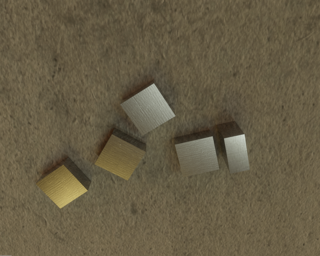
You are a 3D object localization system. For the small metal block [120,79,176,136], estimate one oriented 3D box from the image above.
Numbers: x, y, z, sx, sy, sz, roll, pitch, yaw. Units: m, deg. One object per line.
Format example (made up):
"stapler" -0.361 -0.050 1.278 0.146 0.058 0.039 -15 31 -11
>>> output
"small metal block" -0.015 -0.027 0.400 0.050 0.025 0.050 -31 108 10

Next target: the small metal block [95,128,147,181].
"small metal block" -0.053 0.036 0.422 0.050 0.025 0.050 29 107 -11

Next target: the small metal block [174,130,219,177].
"small metal block" 0.050 0.035 0.423 0.050 0.025 0.050 -13 110 4

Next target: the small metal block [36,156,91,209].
"small metal block" -0.135 0.077 0.436 0.050 0.025 0.050 -34 107 11

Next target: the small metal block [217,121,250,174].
"small metal block" 0.095 0.024 0.407 0.025 0.050 0.050 -12 110 4
